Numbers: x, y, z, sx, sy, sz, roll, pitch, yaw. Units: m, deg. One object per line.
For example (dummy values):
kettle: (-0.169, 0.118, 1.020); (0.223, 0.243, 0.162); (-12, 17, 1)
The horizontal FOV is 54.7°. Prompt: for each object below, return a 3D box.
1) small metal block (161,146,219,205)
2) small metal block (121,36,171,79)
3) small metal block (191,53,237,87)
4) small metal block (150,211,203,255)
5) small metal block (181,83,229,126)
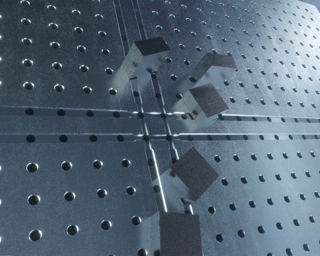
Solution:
small metal block: (0.039, 0.060, 0.394); (0.050, 0.025, 0.050); (49, 51, 5)
small metal block: (-0.021, -0.101, 0.444); (0.050, 0.050, 0.025); (-24, 75, -37)
small metal block: (0.086, -0.092, 0.497); (0.050, 0.050, 0.025); (0, 62, -29)
small metal block: (0.018, 0.123, 0.344); (0.050, 0.025, 0.050); (12, 57, -22)
small metal block: (0.068, -0.037, 0.469); (0.050, 0.025, 0.050); (-22, 74, -36)
